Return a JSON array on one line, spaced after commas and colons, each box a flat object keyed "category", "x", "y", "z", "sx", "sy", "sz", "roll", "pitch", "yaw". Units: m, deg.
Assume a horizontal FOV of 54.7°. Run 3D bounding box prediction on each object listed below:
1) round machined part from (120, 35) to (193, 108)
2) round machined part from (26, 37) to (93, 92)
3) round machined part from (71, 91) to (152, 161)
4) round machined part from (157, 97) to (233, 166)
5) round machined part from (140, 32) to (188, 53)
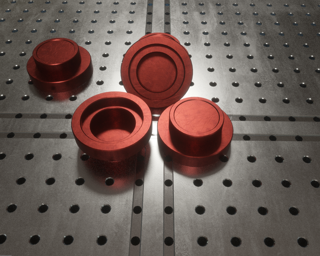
[{"category": "round machined part", "x": -0.005, "y": -0.079, "z": 0.440, "sx": 0.099, "sy": 0.097, "sz": 0.042, "roll": 0, "pitch": 11, "yaw": -1}, {"category": "round machined part", "x": -0.157, "y": -0.104, "z": 0.482, "sx": 0.099, "sy": 0.042, "sz": 0.098, "roll": 0, "pitch": 50, "yaw": 0}, {"category": "round machined part", "x": -0.059, "y": 0.002, "z": 0.394, "sx": 0.099, "sy": 0.042, "sz": 0.098, "roll": 0, "pitch": 50, "yaw": 0}, {"category": "round machined part", "x": 0.045, "y": -0.003, "z": 0.399, "sx": 0.099, "sy": 0.042, "sz": 0.098, "roll": 0, "pitch": 50, "yaw": 0}, {"category": "round machined part", "x": -0.002, "y": -0.116, "z": 0.494, "sx": 0.099, "sy": 0.042, "sz": 0.098, "roll": 0, "pitch": 50, "yaw": 0}]
